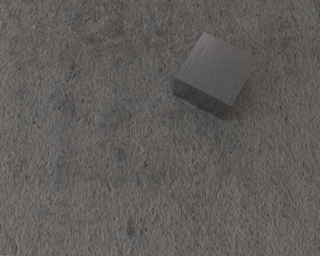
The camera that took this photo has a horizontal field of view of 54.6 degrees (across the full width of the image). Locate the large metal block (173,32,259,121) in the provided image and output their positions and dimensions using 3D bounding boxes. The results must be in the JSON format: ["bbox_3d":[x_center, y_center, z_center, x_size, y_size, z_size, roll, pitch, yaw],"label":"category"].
[{"bbox_3d":[0.073,-0.069,0.421,0.080,0.050,0.080,29,73,10],"label":"large metal block"}]
